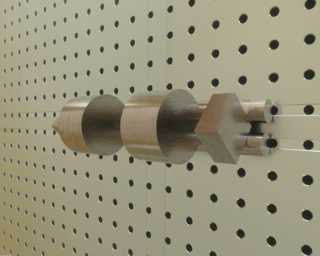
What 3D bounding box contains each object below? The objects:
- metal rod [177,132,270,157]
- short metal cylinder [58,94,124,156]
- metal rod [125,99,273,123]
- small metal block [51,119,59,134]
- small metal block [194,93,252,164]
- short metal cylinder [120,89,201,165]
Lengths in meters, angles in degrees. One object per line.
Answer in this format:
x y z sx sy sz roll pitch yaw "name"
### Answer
-0.006 0.014 0.415 0.300 0.025 0.025 1 91 40 "metal rod"
-0.087 -0.004 0.417 0.050 0.081 0.079 1 91 40 "short metal cylinder"
-0.004 -0.020 0.413 0.300 0.025 0.025 1 91 40 "metal rod"
-0.125 -0.004 0.467 0.025 0.050 0.050 1 49 40 "small metal block"
0.065 0.001 0.310 0.025 0.050 0.050 1 50 40 "small metal block"
0.003 -0.002 0.342 0.050 0.081 0.079 1 91 40 "short metal cylinder"
